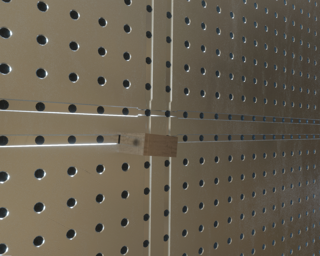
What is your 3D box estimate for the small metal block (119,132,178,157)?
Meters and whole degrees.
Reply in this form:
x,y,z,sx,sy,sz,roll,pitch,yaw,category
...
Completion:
x,y,z,sx,sy,sz,roll,pitch,yaw,category
-0.014,0.021,0.380,0.050,0.050,0.025,8,85,-40,small metal block
